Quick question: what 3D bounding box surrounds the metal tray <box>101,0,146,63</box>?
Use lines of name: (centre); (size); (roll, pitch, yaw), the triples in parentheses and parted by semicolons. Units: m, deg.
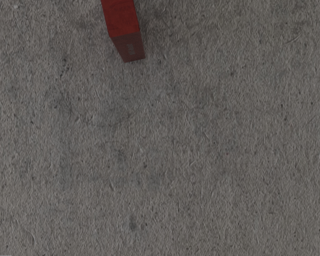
metal tray: (-0.044, -0.134, 0.357); (0.030, 0.130, 0.089); (-13, 90, 0)
